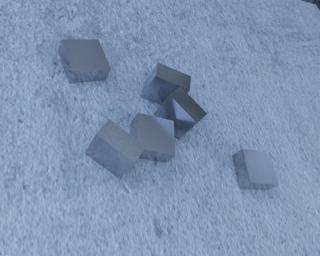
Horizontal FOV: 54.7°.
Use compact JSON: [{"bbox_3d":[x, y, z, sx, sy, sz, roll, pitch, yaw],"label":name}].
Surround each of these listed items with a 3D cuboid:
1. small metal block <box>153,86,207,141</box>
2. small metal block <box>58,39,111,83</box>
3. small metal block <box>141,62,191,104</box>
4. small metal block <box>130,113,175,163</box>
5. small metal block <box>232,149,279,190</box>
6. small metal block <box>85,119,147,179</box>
[{"bbox_3d":[0.026,-0.019,0.415,0.050,0.050,0.025,47,51,4],"label":"small metal block"},{"bbox_3d":[-0.099,-0.088,0.405,0.050,0.025,0.050,-11,68,-33],"label":"small metal block"},{"bbox_3d":[0.008,-0.057,0.428,0.050,0.050,0.025,20,54,-17],"label":"small metal block"},{"bbox_3d":[-0.010,0.013,0.392,0.050,0.025,0.050,13,56,-22],"label":"small metal block"},{"bbox_3d":[0.136,0.060,0.443,0.050,0.025,0.050,9,58,-24],"label":"small metal block"},{"bbox_3d":[-0.051,0.025,0.346,0.050,0.050,0.025,37,51,-4],"label":"small metal block"}]
